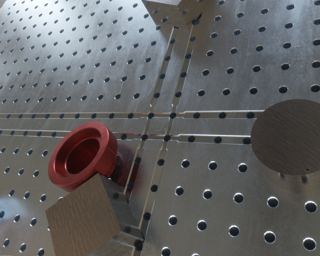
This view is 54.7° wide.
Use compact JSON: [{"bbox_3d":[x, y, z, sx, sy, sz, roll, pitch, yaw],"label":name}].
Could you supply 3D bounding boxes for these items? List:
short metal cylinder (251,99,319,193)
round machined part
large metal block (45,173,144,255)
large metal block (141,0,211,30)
[{"bbox_3d":[0.136,0.018,0.309,0.080,0.050,0.080,-13,56,21],"label":"short metal cylinder"},{"bbox_3d":[-0.097,0.042,0.416,0.098,0.042,0.098,-20,45,21],"label":"round machined part"},{"bbox_3d":[-0.078,0.114,0.363,0.080,0.050,0.080,-36,51,4],"label":"large metal block"},{"bbox_3d":[0.030,-0.216,0.509,0.080,0.050,0.080,27,76,37],"label":"large metal block"}]
